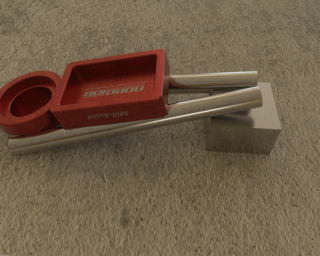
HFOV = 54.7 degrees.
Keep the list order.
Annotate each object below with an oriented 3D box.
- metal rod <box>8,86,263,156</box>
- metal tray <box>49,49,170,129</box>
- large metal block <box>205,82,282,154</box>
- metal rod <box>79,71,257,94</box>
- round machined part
[{"bbox_3d":[-0.034,-0.007,0.368,0.301,0.025,0.025,-11,50,6],"label":"metal rod"},{"bbox_3d":[-0.056,-0.048,0.374,0.131,0.030,0.090,-6,49,11],"label":"metal tray"},{"bbox_3d":[0.101,-0.015,0.400,0.080,0.050,0.080,3,50,2],"label":"large metal block"},{"bbox_3d":[-0.029,-0.056,0.409,0.301,0.025,0.025,0,49,16],"label":"metal rod"},{"bbox_3d":[-0.165,-0.028,0.408,0.098,0.042,0.098,-6,49,8],"label":"round machined part"}]
